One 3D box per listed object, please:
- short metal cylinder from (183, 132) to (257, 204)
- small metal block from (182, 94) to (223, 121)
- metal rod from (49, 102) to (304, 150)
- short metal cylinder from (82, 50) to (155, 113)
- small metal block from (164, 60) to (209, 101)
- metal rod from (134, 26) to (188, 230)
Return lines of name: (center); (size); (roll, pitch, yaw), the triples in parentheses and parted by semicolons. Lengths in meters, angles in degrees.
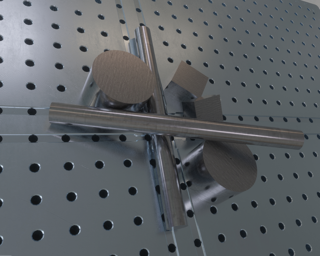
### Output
short metal cylinder: (0.077, 0.052, 0.402); (0.081, 0.050, 0.080); (14, 56, -21)
small metal block: (0.062, -0.018, 0.437); (0.050, 0.025, 0.050); (-18, 103, -35)
metal rod: (0.025, -0.001, 0.371); (0.302, 0.025, 0.025); (6, 58, -7)
short metal cylinder: (-0.053, -0.052, 0.395); (0.081, 0.050, 0.080); (14, 56, -21)
small metal block: (0.041, -0.067, 0.471); (0.050, 0.025, 0.050); (31, 52, -8)
metal rod: (-0.004, -0.019, 0.417); (0.025, 0.025, 0.299); (4, 60, -26)
